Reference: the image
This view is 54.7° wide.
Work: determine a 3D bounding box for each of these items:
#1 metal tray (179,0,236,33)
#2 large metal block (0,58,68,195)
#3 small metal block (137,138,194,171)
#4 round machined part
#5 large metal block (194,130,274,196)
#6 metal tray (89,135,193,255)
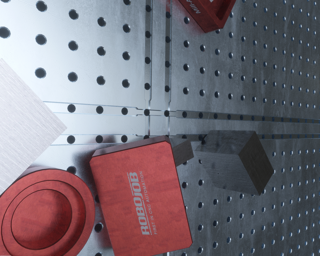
[{"bbox_3d":[0.060,-0.218,0.455,0.130,0.030,0.090,39,66,-33],"label":"metal tray"},{"bbox_3d":[-0.146,-0.001,0.271,0.080,0.050,0.080,-52,120,-27],"label":"large metal block"},{"bbox_3d":[0.006,0.033,0.398,0.050,0.050,0.025,-23,105,-38],"label":"small metal block"},{"bbox_3d":[-0.117,0.086,0.300,0.099,0.042,0.097,0,90,-40],"label":"round machined part"},{"bbox_3d":[0.112,0.050,0.467,0.050,0.080,0.080,-47,118,-30],"label":"large metal block"},{"bbox_3d":[-0.020,0.081,0.356,0.091,0.030,0.129,-13,101,0],"label":"metal tray"}]
